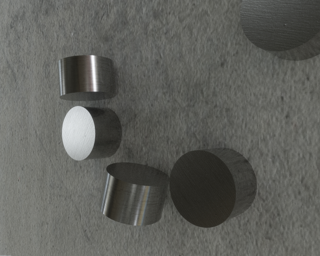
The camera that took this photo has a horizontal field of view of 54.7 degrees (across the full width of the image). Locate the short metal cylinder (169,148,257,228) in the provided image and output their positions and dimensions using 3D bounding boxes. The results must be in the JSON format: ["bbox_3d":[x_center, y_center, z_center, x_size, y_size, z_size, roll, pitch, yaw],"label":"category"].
[{"bbox_3d":[0.058,0.063,0.340,0.080,0.050,0.079,0,90,39],"label":"short metal cylinder"}]

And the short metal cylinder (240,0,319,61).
[{"bbox_3d":[0.123,-0.106,0.287,0.080,0.050,0.079,0,90,39],"label":"short metal cylinder"}]

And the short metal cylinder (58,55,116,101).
[{"bbox_3d":[-0.107,-0.071,0.455,0.080,0.081,0.050,-7,86,39],"label":"short metal cylinder"}]

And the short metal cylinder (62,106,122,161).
[{"bbox_3d":[-0.104,0.008,0.472,0.080,0.050,0.079,0,90,39],"label":"short metal cylinder"}]

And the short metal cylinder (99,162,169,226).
[{"bbox_3d":[-0.032,0.081,0.394,0.080,0.081,0.050,19,102,38],"label":"short metal cylinder"}]
